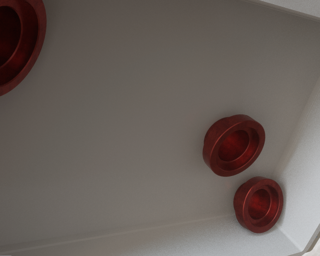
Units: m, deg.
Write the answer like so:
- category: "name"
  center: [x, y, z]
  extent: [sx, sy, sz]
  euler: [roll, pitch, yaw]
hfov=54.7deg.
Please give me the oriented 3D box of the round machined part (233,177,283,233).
- category: "round machined part"
  center: [0.172, 0.135, 0.561]
  extent: [0.099, 0.042, 0.097]
  euler: [-3, 97, -28]

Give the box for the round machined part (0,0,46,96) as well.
- category: "round machined part"
  center: [-0.140, -0.076, 0.251]
  extent: [0.042, 0.098, 0.097]
  euler: [27, 108, 3]

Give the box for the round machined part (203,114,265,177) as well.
- category: "round machined part"
  center: [0.106, 0.022, 0.469]
  extent: [0.099, 0.042, 0.097]
  euler: [-14, 124, -21]
